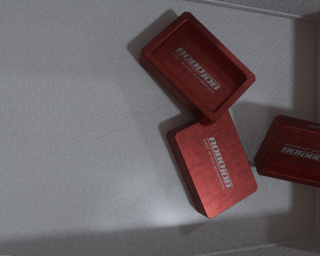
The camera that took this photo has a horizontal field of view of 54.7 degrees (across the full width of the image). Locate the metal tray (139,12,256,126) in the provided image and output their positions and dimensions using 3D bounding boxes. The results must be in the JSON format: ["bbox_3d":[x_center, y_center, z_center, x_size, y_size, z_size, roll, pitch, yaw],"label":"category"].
[{"bbox_3d":[0.049,-0.078,0.409,0.130,0.030,0.090,44,75,1],"label":"metal tray"}]

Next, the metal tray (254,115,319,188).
[{"bbox_3d":[0.215,0.038,0.446,0.131,0.030,0.089,12,123,-4],"label":"metal tray"}]

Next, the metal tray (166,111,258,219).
[{"bbox_3d":[0.075,0.048,0.437,0.091,0.030,0.129,-25,99,-19],"label":"metal tray"}]
